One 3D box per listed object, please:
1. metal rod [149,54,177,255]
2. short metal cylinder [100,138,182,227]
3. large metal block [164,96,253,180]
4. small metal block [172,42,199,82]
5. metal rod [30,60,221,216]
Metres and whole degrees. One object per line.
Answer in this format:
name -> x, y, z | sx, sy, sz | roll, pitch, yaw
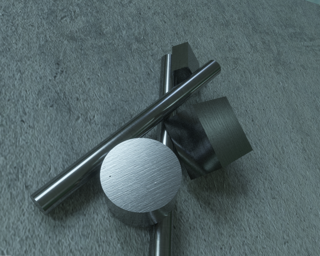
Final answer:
metal rod -> 0.007, 0.022, 0.395 | 0.025, 0.025, 0.300 | 16, 55, -19
short metal cylinder -> -0.020, 0.057, 0.327 | 0.081, 0.050, 0.080 | 2, 57, -3
large metal block -> 0.063, 0.011, 0.398 | 0.081, 0.050, 0.080 | -17, 80, -48
small metal block -> 0.040, -0.092, 0.466 | 0.050, 0.025, 0.050 | 49, 35, -49
metal rod -> -0.019, -0.007, 0.377 | 0.025, 0.025, 0.302 | 47, 58, 5
